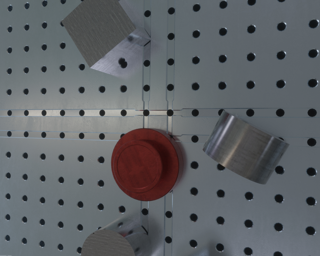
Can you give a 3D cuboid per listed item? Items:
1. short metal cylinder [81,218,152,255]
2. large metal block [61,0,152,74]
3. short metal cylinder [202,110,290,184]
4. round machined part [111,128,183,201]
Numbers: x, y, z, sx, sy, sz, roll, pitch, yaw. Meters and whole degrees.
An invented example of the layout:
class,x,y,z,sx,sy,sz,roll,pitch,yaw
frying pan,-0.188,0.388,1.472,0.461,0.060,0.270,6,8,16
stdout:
class,x,y,z,sx,sy,sz,roll,pitch,yaw
short metal cylinder,-0.058,0.170,0.420,0.080,0.050,0.079,0,90,20
large metal block,-0.073,-0.134,0.425,0.080,0.050,0.080,-36,79,16
short metal cylinder,0.096,0.020,0.350,0.080,0.080,0.050,30,100,17
round machined part,-0.022,0.049,0.411,0.098,0.042,0.097,0,90,20
